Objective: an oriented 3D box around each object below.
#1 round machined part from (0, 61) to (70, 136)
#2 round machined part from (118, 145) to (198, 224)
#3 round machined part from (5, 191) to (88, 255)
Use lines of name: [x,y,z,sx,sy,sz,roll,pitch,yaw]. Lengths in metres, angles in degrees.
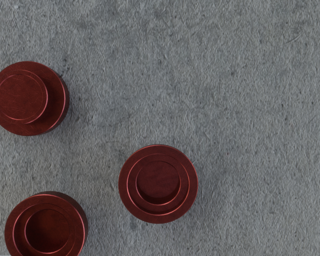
round machined part: [-0.172,-0.038,0.400,0.099,0.042,0.097,0,90,0]
round machined part: [-0.002,0.069,0.401,0.099,0.042,0.097,0,90,0]
round machined part: [-0.142,0.130,0.400,0.099,0.042,0.097,0,90,0]
